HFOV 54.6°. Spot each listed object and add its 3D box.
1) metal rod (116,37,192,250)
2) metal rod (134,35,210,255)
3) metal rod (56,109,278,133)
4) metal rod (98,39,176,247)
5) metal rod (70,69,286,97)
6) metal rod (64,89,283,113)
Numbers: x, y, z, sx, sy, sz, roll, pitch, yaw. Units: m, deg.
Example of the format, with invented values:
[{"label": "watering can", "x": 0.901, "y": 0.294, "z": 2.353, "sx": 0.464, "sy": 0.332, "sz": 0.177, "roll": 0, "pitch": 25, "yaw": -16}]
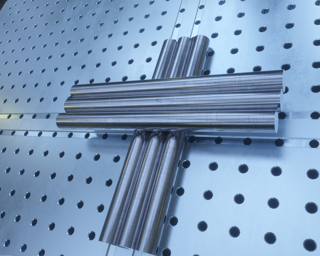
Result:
[{"label": "metal rod", "x": 0.001, "y": 0.002, "z": 0.407, "sx": 0.025, "sy": 0.025, "sz": 0.300, "roll": 2, "pitch": 62, "yaw": 29}, {"label": "metal rod", "x": 0.023, "y": 0.003, "z": 0.395, "sx": 0.025, "sy": 0.025, "sz": 0.300, "roll": 2, "pitch": 62, "yaw": 29}, {"label": "metal rod", "x": -0.013, "y": -0.009, "z": 0.389, "sx": 0.300, "sy": 0.025, "sz": 0.025, "roll": 1, "pitch": 62, "yaw": 28}, {"label": "metal rod", "x": -0.021, "y": 0.002, "z": 0.419, "sx": 0.025, "sy": 0.025, "sz": 0.300, "roll": 2, "pitch": 62, "yaw": 29}, {"label": "metal rod", "x": 0.003, "y": -0.053, "z": 0.408, "sx": 0.300, "sy": 0.025, "sz": 0.025, "roll": 1, "pitch": 62, "yaw": 28}, {"label": "metal rod", "x": -0.004, "y": -0.031, "z": 0.398, "sx": 0.300, "sy": 0.025, "sz": 0.025, "roll": 1, "pitch": 62, "yaw": 28}]
